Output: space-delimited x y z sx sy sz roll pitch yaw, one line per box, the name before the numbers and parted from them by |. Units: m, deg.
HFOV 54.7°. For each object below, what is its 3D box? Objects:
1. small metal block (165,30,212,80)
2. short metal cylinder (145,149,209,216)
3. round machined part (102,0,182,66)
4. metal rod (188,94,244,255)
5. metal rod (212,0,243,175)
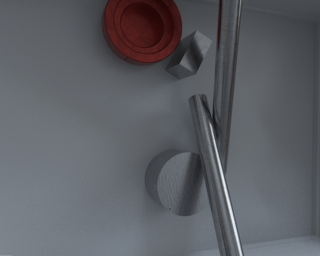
small metal block | 0.037 -0.095 0.412 0.025 0.050 0.050 30 80 -18
short metal cylinder | 0.026 0.070 0.408 0.081 0.050 0.079 0 90 -20
round machined part | -0.025 -0.127 0.393 0.099 0.042 0.097 0 90 -21
metal rod | 0.072 0.096 0.353 0.025 0.025 0.299 0 65 -20
metal rod | 0.079 -0.068 0.374 0.025 0.025 0.298 -13 121 -20
